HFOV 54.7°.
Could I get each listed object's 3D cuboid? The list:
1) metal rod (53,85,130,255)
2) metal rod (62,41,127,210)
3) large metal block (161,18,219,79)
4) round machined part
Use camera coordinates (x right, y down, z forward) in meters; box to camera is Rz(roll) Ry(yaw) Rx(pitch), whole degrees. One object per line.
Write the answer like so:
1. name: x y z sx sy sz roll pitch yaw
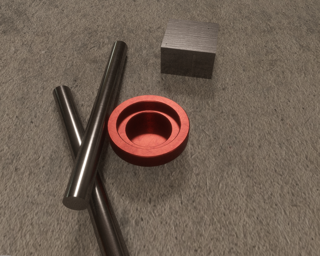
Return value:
1. metal rod: -0.081 0.054 0.356 0.025 0.025 0.300 -18 53 -15
2. metal rod: -0.074 -0.031 0.407 0.025 0.025 0.300 3 44 2
3. large metal block: 0.048 -0.128 0.495 0.080 0.050 0.080 8 50 6
4. round machined part: -0.014 0.008 0.386 0.099 0.042 0.098 0 50 0
